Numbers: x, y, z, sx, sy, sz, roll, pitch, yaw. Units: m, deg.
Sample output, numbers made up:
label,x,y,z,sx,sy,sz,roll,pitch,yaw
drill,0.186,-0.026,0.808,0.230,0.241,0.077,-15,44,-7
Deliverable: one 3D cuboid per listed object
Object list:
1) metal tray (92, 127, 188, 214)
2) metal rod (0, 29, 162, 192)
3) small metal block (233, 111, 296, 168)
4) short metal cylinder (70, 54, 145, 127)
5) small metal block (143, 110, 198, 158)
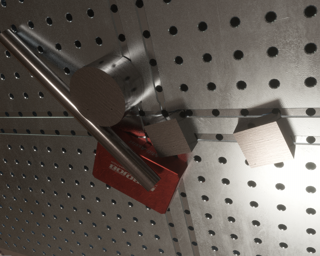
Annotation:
label,x,y,z,sx,sy,sz,roll,pitch,yaw
metal tray,-0.034,0.063,0.464,0.130,0.030,0.089,26,128,11
metal rod,-0.114,-0.028,0.427,0.300,0.025,0.025,44,129,7
small metal block,0.120,0.015,0.356,0.050,0.025,0.050,-20,108,35
short metal cylinder,-0.067,-0.049,0.399,0.080,0.050,0.079,13,124,20
small metal block,0.014,0.008,0.408,0.050,0.025,0.050,-14,112,33
